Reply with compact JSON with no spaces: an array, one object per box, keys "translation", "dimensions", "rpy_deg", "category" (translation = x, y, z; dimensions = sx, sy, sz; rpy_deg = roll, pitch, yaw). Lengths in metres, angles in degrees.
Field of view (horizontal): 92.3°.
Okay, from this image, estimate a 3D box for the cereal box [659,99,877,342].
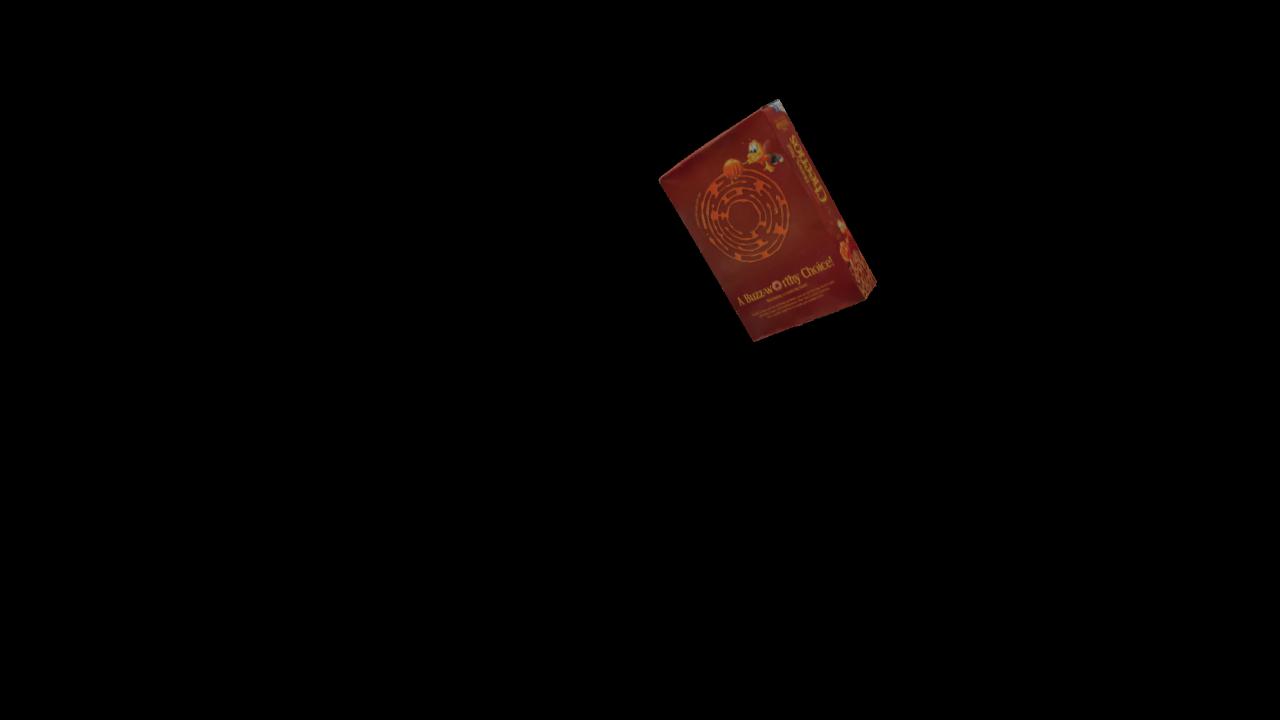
[{"translation":[0.188,-0.197,0.923],"dimensions":[0.203,0.306,0.081],"rpy_deg":[-23,12,44],"category":"cereal box"}]
